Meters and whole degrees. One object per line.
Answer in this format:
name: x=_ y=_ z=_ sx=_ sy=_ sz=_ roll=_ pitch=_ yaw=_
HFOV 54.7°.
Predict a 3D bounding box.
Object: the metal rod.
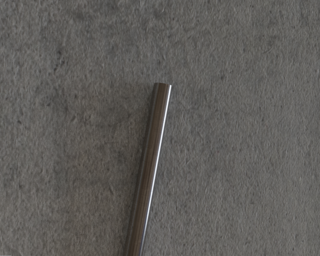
metal rod: x=-0.022 y=0.090 z=0.402 sx=0.025 sy=0.025 sz=0.298 roll=11 pitch=86 yaw=-20
